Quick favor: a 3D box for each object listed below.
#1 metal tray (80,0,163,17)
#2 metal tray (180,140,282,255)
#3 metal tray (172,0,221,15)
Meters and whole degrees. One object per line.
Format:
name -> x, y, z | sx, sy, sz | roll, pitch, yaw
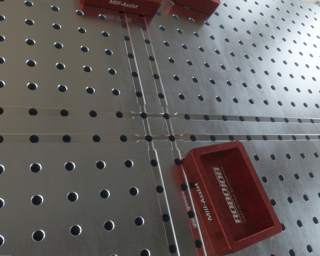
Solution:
metal tray -> -0.068, -0.237, 0.511 | 0.131, 0.030, 0.090 | -1, 62, -28
metal tray -> 0.091, 0.085, 0.401 | 0.091, 0.030, 0.130 | -7, 65, -31
metal tray -> 0.066, -0.291, 0.617 | 0.091, 0.030, 0.130 | 10, 57, -23
